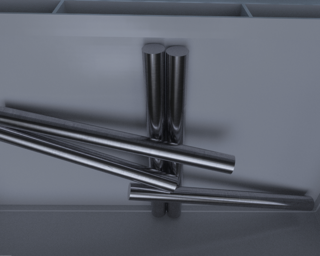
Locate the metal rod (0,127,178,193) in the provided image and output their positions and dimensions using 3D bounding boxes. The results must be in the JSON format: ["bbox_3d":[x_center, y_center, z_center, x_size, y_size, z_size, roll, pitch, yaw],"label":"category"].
[{"bbox_3d":[-0.121,0.033,0.417,0.302,0.025,0.025,18,128,-9],"label":"metal rod"}]

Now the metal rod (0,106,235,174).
[{"bbox_3d":[-0.055,0.016,0.394,0.302,0.025,0.025,12,129,-2],"label":"metal rod"}]

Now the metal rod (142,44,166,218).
[{"bbox_3d":[-0.005,0.028,0.429,0.025,0.025,0.298,-1,130,0],"label":"metal rod"}]

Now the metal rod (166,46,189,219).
[{"bbox_3d":[0.021,0.030,0.431,0.025,0.025,0.298,-1,130,0],"label":"metal rod"}]

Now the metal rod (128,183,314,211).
[{"bbox_3d":[0.102,0.108,0.478,0.302,0.025,0.025,7,130,-14],"label":"metal rod"}]
